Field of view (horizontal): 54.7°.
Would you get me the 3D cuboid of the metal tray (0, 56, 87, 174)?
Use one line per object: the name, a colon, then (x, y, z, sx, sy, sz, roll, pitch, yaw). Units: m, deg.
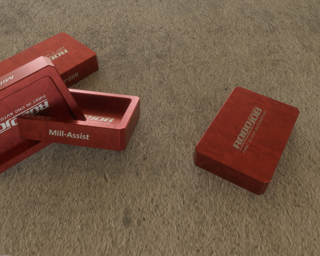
metal tray: (-0.163, -0.011, 0.352, 0.131, 0.090, 0.030, -33, 44, -13)

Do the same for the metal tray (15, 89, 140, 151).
metal tray: (-0.098, -0.015, 0.393, 0.131, 0.030, 0.090, 7, 31, 6)

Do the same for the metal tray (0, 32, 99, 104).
metal tray: (-0.173, -0.092, 0.476, 0.090, 0.030, 0.131, 36, 58, 26)

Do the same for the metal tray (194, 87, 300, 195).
metal tray: (0.111, 0.010, 0.392, 0.090, 0.030, 0.130, 25, 54, 19)
